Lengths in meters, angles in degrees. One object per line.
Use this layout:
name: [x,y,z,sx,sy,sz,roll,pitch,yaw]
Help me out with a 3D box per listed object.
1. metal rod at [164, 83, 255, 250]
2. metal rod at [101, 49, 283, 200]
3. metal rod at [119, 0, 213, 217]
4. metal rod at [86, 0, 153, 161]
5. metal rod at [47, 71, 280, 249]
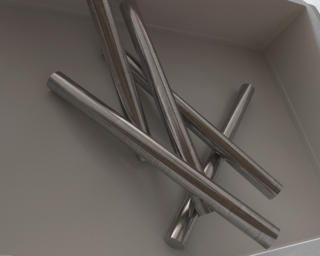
metal rod: [0.082,0.030,0.433,0.025,0.025,0.301,38,51,-4]
metal rod: [0.036,-0.018,0.414,0.300,0.025,0.025,42,50,9]
metal rod: [0.005,-0.038,0.390,0.025,0.025,0.299,-9,69,-32]
metal rod: [-0.058,-0.105,0.357,0.025,0.025,0.298,-23,101,-37]
metal rod: [-0.007,0.027,0.343,0.300,0.025,0.025,35,50,12]
